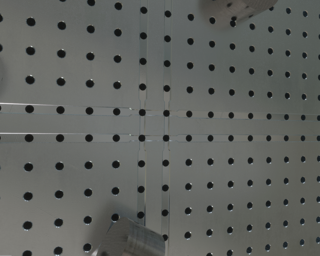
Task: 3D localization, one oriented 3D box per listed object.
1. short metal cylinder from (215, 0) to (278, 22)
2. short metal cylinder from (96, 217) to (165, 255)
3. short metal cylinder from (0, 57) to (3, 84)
[{"bbox_3d":[0.126,-0.201,0.447,0.081,0.050,0.079,0,90,-21],"label":"short metal cylinder"},{"bbox_3d":[-0.038,0.155,0.371,0.050,0.080,0.080,33,79,-18],"label":"short metal cylinder"},{"bbox_3d":[-0.211,-0.066,0.321,0.081,0.050,0.079,0,90,-21],"label":"short metal cylinder"}]
